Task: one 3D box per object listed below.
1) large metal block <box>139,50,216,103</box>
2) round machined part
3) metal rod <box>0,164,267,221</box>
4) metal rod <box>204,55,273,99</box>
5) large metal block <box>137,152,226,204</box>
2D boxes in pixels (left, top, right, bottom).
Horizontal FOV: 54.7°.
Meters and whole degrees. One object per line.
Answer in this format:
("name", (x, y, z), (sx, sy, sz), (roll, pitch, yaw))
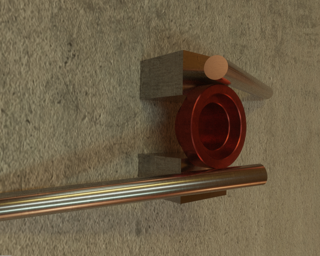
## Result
("large metal block", (0.030, -0.061, 0.397), (0.081, 0.080, 0.050), (1, 89, -40))
("round machined part", (0.056, -0.002, 0.368), (0.099, 0.042, 0.097), (0, 90, -40))
("metal rod", (-0.027, 0.063, 0.313), (0.303, 0.025, 0.025), (-4, 93, -18))
("metal rod", (0.127, -0.063, 0.445), (0.301, 0.025, 0.025), (-2, 92, -62))
("large metal block", (0.028, 0.059, 0.396), (0.081, 0.080, 0.050), (1, 89, -40))
